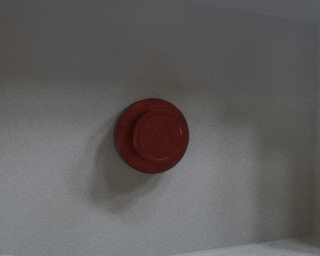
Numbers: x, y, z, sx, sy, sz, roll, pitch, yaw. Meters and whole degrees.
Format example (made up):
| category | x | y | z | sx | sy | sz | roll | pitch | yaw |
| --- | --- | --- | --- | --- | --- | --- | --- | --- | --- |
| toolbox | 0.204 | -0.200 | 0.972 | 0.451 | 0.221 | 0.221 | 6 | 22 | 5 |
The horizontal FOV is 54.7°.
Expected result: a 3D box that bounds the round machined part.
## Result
| category | x | y | z | sx | sy | sz | roll | pitch | yaw |
| --- | --- | --- | --- | --- | --- | --- | --- | --- | --- |
| round machined part | -0.007 | 0.010 | 0.396 | 0.099 | 0.042 | 0.097 | 0 | 90 | -21 |
